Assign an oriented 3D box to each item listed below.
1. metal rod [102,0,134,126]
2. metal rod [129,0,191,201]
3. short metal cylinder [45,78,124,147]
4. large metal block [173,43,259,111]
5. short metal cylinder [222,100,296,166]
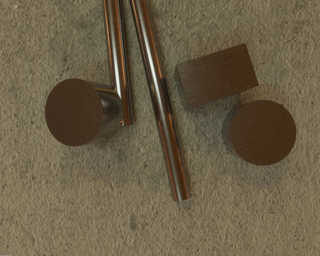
[{"bbox_3d":[-0.063,-0.152,0.409,0.025,0.025,0.298,-6,90,0],"label":"metal rod"},{"bbox_3d":[-0.003,-0.053,0.409,0.025,0.025,0.298,-12,90,0],"label":"metal rod"},{"bbox_3d":[-0.093,-0.019,0.384,0.080,0.050,0.079,1,92,20],"label":"short metal cylinder"},{"bbox_3d":[0.064,-0.059,0.383,0.080,0.080,0.050,-18,90,0],"label":"large metal block"},{"bbox_3d":[0.124,0.006,0.398,0.081,0.050,0.079,0,90,0],"label":"short metal cylinder"}]
